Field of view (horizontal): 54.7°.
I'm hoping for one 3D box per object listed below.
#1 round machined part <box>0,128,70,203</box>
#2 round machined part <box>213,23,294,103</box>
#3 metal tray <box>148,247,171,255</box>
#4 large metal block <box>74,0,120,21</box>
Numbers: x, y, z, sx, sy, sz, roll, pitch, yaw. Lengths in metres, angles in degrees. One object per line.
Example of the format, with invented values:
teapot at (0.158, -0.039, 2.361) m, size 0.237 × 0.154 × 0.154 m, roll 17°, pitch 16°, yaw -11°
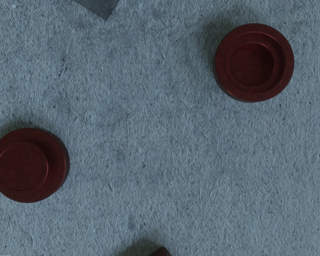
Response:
round machined part at (-0.172, 0.049, 0.399) m, size 0.099 × 0.042 × 0.097 m, roll 0°, pitch 90°, yaw -1°
round machined part at (0.117, -0.081, 0.403) m, size 0.099 × 0.042 × 0.097 m, roll 0°, pitch 90°, yaw -1°
metal tray at (0.006, 0.238, 0.408) m, size 0.090 × 0.030 × 0.130 m, roll -35°, pitch 90°, yaw -1°
large metal block at (-0.093, -0.187, 0.381) m, size 0.080 × 0.080 × 0.050 m, roll 32°, pitch 90°, yaw -1°
